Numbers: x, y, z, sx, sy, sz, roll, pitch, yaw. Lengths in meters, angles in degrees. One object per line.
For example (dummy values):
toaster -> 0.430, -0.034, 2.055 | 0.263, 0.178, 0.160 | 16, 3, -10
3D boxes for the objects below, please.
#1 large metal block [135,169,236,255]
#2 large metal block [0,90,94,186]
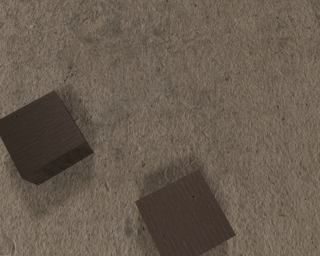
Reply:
large metal block -> 0.026, 0.105, 0.357 | 0.080, 0.050, 0.080 | -25, 72, -9
large metal block -> -0.143, 0.013, 0.388 | 0.080, 0.050, 0.080 | -31, 73, -11
